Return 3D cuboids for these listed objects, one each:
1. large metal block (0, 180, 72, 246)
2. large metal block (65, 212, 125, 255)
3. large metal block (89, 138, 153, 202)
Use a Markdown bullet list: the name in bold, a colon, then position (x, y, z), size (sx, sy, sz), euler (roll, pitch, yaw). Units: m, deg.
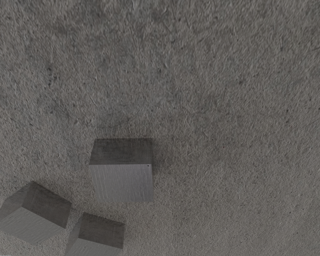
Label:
- **large metal block**: position (-0.208, 0.142, 0.510), size (0.080, 0.050, 0.080), euler (-33, 123, 25)
- **large metal block**: position (-0.119, 0.206, 0.565), size (0.080, 0.050, 0.080), euler (22, 127, -18)
- **large metal block**: position (-0.051, 0.061, 0.442), size (0.080, 0.050, 0.079), euler (-1, 130, 0)
